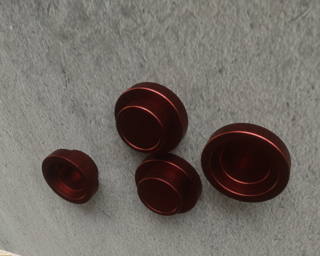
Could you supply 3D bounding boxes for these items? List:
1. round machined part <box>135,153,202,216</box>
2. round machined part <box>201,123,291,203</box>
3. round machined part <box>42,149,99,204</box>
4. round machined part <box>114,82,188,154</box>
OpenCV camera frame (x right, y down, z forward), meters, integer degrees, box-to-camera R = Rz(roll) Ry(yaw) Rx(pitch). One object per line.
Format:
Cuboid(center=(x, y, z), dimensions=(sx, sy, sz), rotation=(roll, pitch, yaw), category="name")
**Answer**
Cuboid(center=(0.007, 0.086, 0.444), dimensions=(0.098, 0.042, 0.097), rotation=(13, 124, 20), category="round machined part")
Cuboid(center=(0.102, 0.036, 0.364), dimensions=(0.098, 0.042, 0.097), rotation=(13, 124, 20), category="round machined part")
Cuboid(center=(-0.143, 0.075, 0.515), dimensions=(0.098, 0.042, 0.097), rotation=(13, 124, 20), category="round machined part")
Cuboid(center=(-0.017, -0.006, 0.399), dimensions=(0.098, 0.042, 0.097), rotation=(13, 124, 20), category="round machined part")
